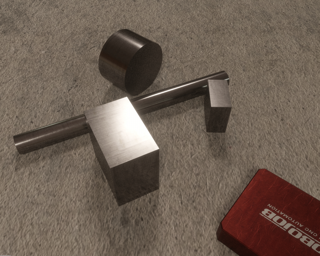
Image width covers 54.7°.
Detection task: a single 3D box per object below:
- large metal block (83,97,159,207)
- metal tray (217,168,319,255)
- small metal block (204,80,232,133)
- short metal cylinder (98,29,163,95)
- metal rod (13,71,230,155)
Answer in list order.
[{"bbox_3d":[-0.041,0.026,0.345,0.050,0.080,0.080,-21,53,-17],"label":"large metal block"},{"bbox_3d":[0.135,0.110,0.310,0.130,0.030,0.090,32,57,23],"label":"metal tray"},{"bbox_3d":[0.075,-0.029,0.412,0.025,0.050,0.050,1,50,0],"label":"small metal block"},{"bbox_3d":[-0.041,-0.095,0.447,0.050,0.080,0.080,33,57,24],"label":"short metal cylinder"},{"bbox_3d":[-0.040,-0.027,0.424,0.302,0.025,0.025,-19,53,-16],"label":"metal rod"}]
